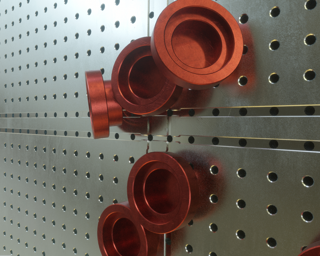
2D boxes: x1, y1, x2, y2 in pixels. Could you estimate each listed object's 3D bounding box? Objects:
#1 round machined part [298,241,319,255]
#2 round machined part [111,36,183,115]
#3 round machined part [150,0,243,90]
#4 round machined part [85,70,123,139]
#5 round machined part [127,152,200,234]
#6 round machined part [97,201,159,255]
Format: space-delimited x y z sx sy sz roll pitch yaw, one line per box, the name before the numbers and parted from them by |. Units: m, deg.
round machined part | 0.163 0.143 0.264 0.098 0.042 0.097 0 90 40
round machined part | -0.011 -0.064 0.401 0.098 0.042 0.098 -3 84 29
round machined part | 0.038 -0.090 0.344 0.042 0.099 0.098 142 121 -76
round machined part | -0.080 -0.035 0.446 0.098 0.042 0.097 173 89 -76
round machined part | 0.008 0.078 0.390 0.098 0.042 0.098 -3 85 38
round machined part | -0.040 0.151 0.433 0.098 0.042 0.097 0 90 40
